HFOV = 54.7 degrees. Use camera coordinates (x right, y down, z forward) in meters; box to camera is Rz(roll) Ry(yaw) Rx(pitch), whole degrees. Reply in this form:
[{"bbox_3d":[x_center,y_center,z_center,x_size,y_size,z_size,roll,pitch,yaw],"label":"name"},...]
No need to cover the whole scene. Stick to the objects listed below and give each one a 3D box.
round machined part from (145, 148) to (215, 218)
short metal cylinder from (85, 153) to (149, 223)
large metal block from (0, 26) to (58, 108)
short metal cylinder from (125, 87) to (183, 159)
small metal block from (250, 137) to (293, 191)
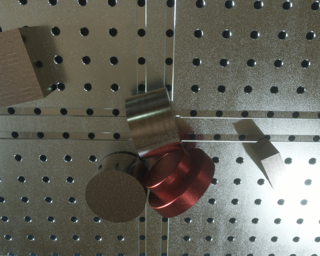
[{"bbox_3d":[0.019,0.062,0.398,0.098,0.098,0.042,-42,106,13],"label":"round machined part"},{"bbox_3d":[-0.056,0.082,0.426,0.080,0.050,0.079,1,111,4],"label":"short metal cylinder"},{"bbox_3d":[-0.182,-0.071,0.371,0.080,0.050,0.079,-12,110,4],"label":"large metal block"},{"bbox_3d":[-0.006,-0.006,0.382,0.050,0.080,0.080,-15,110,5],"label":"short metal cylinder"},{"bbox_3d":[0.150,0.048,0.420,0.025,0.050,0.050,-26,108,9],"label":"small metal block"}]
